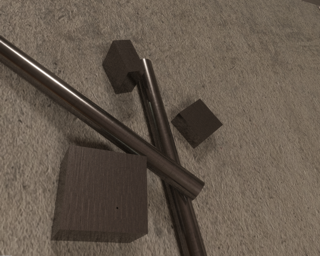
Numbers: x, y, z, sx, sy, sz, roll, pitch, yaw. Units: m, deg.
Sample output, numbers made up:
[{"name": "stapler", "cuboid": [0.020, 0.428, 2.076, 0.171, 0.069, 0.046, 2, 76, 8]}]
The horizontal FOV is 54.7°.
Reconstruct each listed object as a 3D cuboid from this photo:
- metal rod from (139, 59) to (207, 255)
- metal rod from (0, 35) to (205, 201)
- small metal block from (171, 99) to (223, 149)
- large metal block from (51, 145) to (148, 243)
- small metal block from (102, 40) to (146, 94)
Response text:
[{"name": "metal rod", "cuboid": [0.011, 0.039, 0.387, 0.025, 0.025, 0.299, -1, 62, -29]}, {"name": "metal rod", "cuboid": [-0.079, -0.016, 0.354, 0.301, 0.025, 0.025, 36, 51, 2]}, {"name": "small metal block", "cuboid": [0.052, -0.007, 0.438, 0.050, 0.025, 0.050, -35, 82, -39]}, {"name": "large metal block", "cuboid": [-0.060, 0.069, 0.314, 0.081, 0.050, 0.080, 11, 57, -23]}, {"name": "small metal block", "cuboid": [-0.049, -0.081, 0.412, 0.025, 0.050, 0.050, -14, 69, -34]}]
